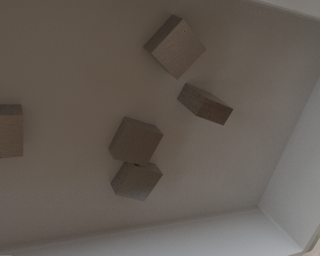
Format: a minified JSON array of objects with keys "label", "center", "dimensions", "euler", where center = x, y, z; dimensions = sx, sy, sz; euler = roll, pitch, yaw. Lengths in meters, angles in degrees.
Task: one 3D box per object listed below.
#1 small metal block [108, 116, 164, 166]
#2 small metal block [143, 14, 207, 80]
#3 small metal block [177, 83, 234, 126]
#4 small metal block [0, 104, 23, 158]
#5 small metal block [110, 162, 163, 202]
[{"label":"small metal block","center":[-0.032,0.018,0.402],"dimensions":[0.050,0.025,0.050],"euler":[17,109,-35]},{"label":"small metal block","center":[0.018,-0.093,0.360],"dimensions":[0.050,0.025,0.050],"euler":[-47,129,4]},{"label":"small metal block","center":[0.058,-0.031,0.405],"dimensions":[0.050,0.050,0.025],"euler":[17,110,-35]},{"label":"small metal block","center":[-0.169,0.004,0.318],"dimensions":[0.050,0.025,0.050],"euler":[-2,120,-27]},{"label":"small metal block","center":[-0.033,0.072,0.435],"dimensions":[0.050,0.025,0.050],"euler":[24,105,-37]}]
